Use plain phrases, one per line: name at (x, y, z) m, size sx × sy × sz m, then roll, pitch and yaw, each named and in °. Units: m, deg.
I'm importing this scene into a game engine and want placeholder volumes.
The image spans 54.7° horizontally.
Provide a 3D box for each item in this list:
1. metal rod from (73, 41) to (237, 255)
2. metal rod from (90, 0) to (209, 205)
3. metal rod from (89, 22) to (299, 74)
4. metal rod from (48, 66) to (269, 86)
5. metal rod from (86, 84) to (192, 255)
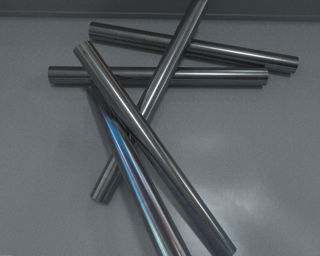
metal rod at (-0.008, 0.024, 0.367) m, size 0.025 × 0.025 × 0.299 m, roll -35°, pitch 86°, yaw -12°
metal rod at (-0.009, -0.044, 0.404) m, size 0.025 × 0.025 × 0.299 m, roll 25°, pitch 80°, yaw 8°
metal rod at (0.046, -0.118, 0.453) m, size 0.302 × 0.025 × 0.025 m, roll 11°, pitch 70°, yaw 3°
metal rod at (-0.002, -0.073, 0.436) m, size 0.302 × 0.025 × 0.025 m, roll 0°, pitch 70°, yaw -1°
metal rod at (-0.030, 0.042, 0.327) m, size 0.025 × 0.025 × 0.300 m, roll -25°, pitch 47°, yaw -9°
